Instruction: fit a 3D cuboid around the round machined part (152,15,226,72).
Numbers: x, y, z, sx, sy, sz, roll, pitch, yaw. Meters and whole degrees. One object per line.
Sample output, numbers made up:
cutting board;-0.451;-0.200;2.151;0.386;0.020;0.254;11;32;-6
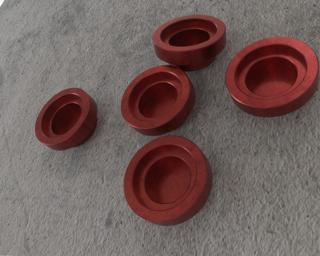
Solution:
round machined part;0.042;-0.114;0.429;0.098;0.042;0.098;-7;44;7

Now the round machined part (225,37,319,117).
round machined part;0.129;-0.054;0.358;0.098;0.042;0.098;-13;56;21

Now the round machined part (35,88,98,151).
round machined part;-0.136;-0.009;0.470;0.098;0.042;0.098;-13;56;21

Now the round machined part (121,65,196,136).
round machined part;0.001;-0.032;0.412;0.098;0.042;0.098;-13;56;21

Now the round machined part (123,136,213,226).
round machined part;0.012;0.061;0.349;0.098;0.042;0.098;-13;56;21
